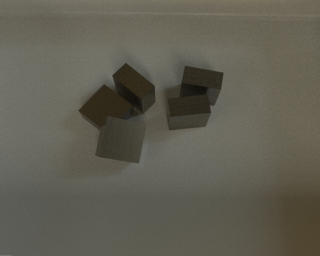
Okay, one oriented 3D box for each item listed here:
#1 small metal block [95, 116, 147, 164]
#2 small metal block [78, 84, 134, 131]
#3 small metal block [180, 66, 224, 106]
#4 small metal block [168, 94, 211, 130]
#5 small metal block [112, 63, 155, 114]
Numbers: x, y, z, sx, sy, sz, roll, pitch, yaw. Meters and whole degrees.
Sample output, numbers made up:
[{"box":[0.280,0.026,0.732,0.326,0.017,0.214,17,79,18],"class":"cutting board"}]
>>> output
[{"box":[-0.049,0.015,0.387,0.050,0.025,0.050,12,85,-22],"class":"small metal block"},{"box":[-0.071,-0.022,0.417,0.050,0.025,0.050,37,74,12],"class":"small metal block"},{"box":[0.054,-0.056,0.417,0.050,0.050,0.025,11,71,4],"class":"small metal block"},{"box":[0.036,-0.019,0.403,0.050,0.050,0.025,-6,70,-2],"class":"small metal block"},{"box":[-0.034,-0.052,0.415,0.050,0.050,0.025,40,75,13],"class":"small metal block"}]
